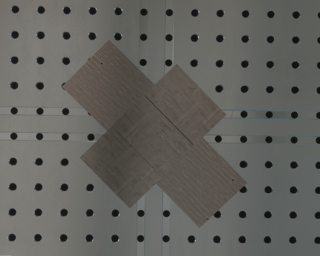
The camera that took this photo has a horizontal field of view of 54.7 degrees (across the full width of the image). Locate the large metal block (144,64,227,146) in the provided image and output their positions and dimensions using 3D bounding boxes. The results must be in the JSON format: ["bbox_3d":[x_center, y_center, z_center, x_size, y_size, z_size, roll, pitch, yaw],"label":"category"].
[{"bbox_3d":[0.028,-0.026,0.387,0.050,0.080,0.080,-44,91,0],"label":"large metal block"}]

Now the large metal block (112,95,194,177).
[{"bbox_3d":[-0.008,0.009,0.386,0.050,0.080,0.080,-44,91,0],"label":"large metal block"}]

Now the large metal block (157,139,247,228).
[{"bbox_3d":[0.050,0.065,0.402,0.080,0.050,0.080,-44,91,1],"label":"large metal block"}]

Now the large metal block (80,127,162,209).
[{"bbox_3d":[-0.044,0.044,0.386,0.050,0.080,0.080,-44,91,0],"label":"large metal block"}]

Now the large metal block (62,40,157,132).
[{"bbox_3d":[-0.061,-0.050,0.397,0.080,0.050,0.080,45,91,-1],"label":"large metal block"}]
